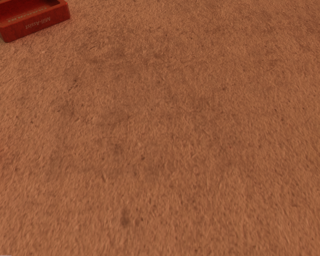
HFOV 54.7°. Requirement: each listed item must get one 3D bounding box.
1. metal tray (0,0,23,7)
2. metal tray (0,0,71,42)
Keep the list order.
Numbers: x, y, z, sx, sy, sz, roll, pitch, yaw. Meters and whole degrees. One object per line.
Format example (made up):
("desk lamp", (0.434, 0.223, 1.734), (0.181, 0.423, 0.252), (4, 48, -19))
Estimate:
("metal tray", (-0.300, -0.309, 0.655), (0.090, 0.030, 0.131), (31, 56, 23))
("metal tray", (-0.248, -0.214, 0.576), (0.131, 0.030, 0.090), (-33, 58, -25))
